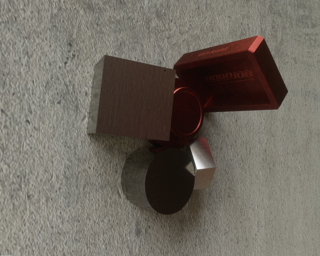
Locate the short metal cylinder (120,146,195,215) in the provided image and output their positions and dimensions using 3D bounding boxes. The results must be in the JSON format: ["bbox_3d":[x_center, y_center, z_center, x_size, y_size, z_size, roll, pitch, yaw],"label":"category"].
[{"bbox_3d":[-0.002,0.064,0.391,0.081,0.050,0.079,0,90,-40],"label":"short metal cylinder"}]

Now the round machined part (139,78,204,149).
[{"bbox_3d":[0.021,-0.019,0.416,0.099,0.042,0.097,0,90,-40],"label":"round machined part"}]

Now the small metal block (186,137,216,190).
[{"bbox_3d":[0.053,0.049,0.422,0.025,0.050,0.050,-5,139,-10],"label":"small metal block"}]

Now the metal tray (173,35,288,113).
[{"bbox_3d":[0.090,-0.065,0.414,0.030,0.130,0.090,-52,121,-28],"label":"metal tray"}]

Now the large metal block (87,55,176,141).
[{"bbox_3d":[-0.033,-0.029,0.348,0.081,0.050,0.080,7,85,-23],"label":"large metal block"}]
